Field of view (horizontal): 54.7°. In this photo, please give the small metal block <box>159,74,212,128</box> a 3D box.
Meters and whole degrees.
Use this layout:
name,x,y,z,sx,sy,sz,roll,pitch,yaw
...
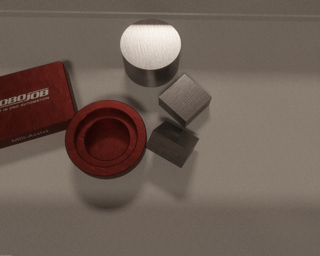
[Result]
name,x,y,z,sx,sy,sz,roll,pitch,yaw
small metal block,0.034,-0.037,0.424,0.050,0.025,0.050,43,75,14

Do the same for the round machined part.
name,x,y,z,sx,sy,sz,roll,pitch,yaw
round machined part,-0.066,0.017,0.394,0.099,0.042,0.098,0,70,0

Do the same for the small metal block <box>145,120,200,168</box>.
name,x,y,z,sx,sy,sz,roll,pitch,yaw
small metal block,0.017,0.019,0.387,0.050,0.050,0.025,29,112,10

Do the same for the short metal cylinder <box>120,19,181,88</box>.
name,x,y,z,sx,sy,sz,roll,pitch,yaw
short metal cylinder,-0.013,-0.104,0.434,0.081,0.050,0.080,0,70,0

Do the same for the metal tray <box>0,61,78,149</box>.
name,x,y,z,sx,sy,sz,roll,pitch,yaw
metal tray,-0.183,-0.030,0.416,0.131,0.030,0.090,-17,71,-7
